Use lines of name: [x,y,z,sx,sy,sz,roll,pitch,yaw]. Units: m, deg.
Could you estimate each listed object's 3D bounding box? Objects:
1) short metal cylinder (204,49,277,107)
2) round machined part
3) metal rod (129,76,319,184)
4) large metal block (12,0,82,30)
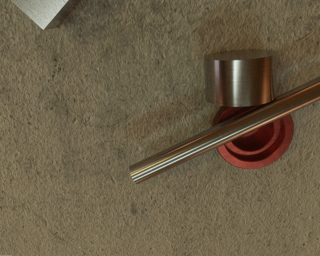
short metal cylinder: [0.093,-0.060,0.360,0.080,0.080,0.050,-5,110,1]
round machined part: [0.116,0.001,0.403,0.099,0.042,0.097,0,110,-1]
metal rod: [0.102,-0.006,0.364,0.301,0.025,0.025,-26,108,8]
large metal block: [-0.125,-0.166,0.334,0.080,0.050,0.080,43,104,-15]
